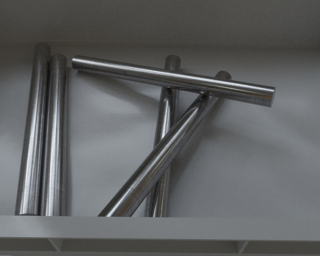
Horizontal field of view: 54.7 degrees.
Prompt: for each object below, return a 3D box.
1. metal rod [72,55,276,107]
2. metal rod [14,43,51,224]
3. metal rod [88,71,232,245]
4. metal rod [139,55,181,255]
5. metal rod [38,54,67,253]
[{"bbox_3d":[0.002,-0.070,0.432,0.301,0.025,0.025,14,51,24],"label":"metal rod"},{"bbox_3d":[-0.166,-0.018,0.418,0.025,0.025,0.300,-8,50,-7],"label":"metal rod"},{"bbox_3d":[0.022,0.009,0.369,0.025,0.025,0.301,24,45,19],"label":"metal rod"},{"bbox_3d":[0.006,0.007,0.398,0.025,0.025,0.300,4,50,4],"label":"metal rod"},{"bbox_3d":[-0.134,0.005,0.399,0.025,0.025,0.300,-8,50,-7],"label":"metal rod"}]
